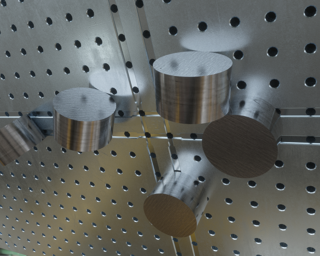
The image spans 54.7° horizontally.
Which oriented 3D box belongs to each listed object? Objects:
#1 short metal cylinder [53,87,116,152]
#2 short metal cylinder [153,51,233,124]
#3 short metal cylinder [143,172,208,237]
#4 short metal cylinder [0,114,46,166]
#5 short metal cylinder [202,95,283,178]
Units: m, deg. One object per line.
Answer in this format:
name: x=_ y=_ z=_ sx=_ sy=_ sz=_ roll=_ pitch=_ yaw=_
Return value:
short metal cylinder: x=-0.103 y=-0.013 z=0.420 sx=0.080 sy=0.080 sz=0.050 roll=23 pitch=127 yaw=14
short metal cylinder: x=0.034 y=-0.045 z=0.329 sx=0.080 sy=0.080 sz=0.050 roll=10 pitch=123 yaw=22
short metal cylinder: x=0.023 y=0.111 z=0.450 sx=0.080 sy=0.050 sz=0.079 roll=13 pitch=124 yaw=20
short metal cylinder: x=-0.238 y=0.019 z=0.510 sx=0.080 sy=0.080 sz=0.050 roll=-24 pitch=105 yaw=36
short metal cylinder: x=0.094 y=0.010 z=0.351 sx=0.080 sy=0.050 sz=0.079 roll=13 pitch=124 yaw=20
